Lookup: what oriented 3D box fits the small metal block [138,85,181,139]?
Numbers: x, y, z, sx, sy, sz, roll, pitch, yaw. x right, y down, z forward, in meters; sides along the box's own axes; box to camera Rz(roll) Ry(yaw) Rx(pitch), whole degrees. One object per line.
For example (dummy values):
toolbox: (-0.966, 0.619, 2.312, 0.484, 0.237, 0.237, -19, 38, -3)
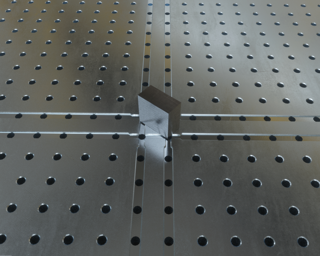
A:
small metal block: (-0.001, -0.021, 0.409, 0.050, 0.050, 0.025, 33, 57, 24)
